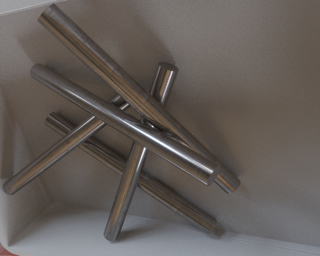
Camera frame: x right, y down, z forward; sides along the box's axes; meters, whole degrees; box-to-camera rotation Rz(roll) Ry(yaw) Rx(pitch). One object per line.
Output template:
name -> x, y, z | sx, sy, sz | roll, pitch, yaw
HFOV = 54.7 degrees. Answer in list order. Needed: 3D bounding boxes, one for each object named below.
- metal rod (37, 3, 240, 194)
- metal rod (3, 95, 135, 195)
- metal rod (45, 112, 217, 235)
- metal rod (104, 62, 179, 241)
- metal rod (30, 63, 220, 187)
metal rod -> -0.010, -0.021, 0.360 | 0.300, 0.025, 0.025 | 43, 130, -18
metal rod -> -0.147, 0.030, 0.468 | 0.299, 0.025, 0.025 | -34, 100, 26
metal rod -> -0.048, 0.066, 0.474 | 0.301, 0.025, 0.025 | 33, 129, 6
metal rod -> -0.035, 0.051, 0.432 | 0.025, 0.025, 0.298 | 26, 120, 12
metal rod -> -0.061, -0.017, 0.386 | 0.300, 0.025, 0.025 | 29, 130, 26
